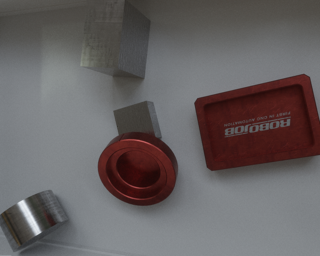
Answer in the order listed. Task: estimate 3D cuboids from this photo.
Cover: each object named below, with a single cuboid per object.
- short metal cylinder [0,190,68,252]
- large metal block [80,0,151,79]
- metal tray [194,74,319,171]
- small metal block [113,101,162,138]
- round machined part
[{"bbox_3d":[-0.181,0.132,0.443,0.080,0.080,0.050,-36,79,16],"label":"short metal cylinder"},{"bbox_3d":[-0.054,-0.111,0.399,0.050,0.080,0.079,7,92,19],"label":"large metal block"},{"bbox_3d":[0.114,-0.004,0.367,0.130,0.030,0.089,-12,86,19],"label":"metal tray"},{"bbox_3d":[-0.030,-0.005,0.420,0.050,0.025,0.050,-15,85,19],"label":"small metal block"},{"bbox_3d":[-0.025,0.048,0.396,0.098,0.042,0.097,5,117,10],"label":"round machined part"}]
